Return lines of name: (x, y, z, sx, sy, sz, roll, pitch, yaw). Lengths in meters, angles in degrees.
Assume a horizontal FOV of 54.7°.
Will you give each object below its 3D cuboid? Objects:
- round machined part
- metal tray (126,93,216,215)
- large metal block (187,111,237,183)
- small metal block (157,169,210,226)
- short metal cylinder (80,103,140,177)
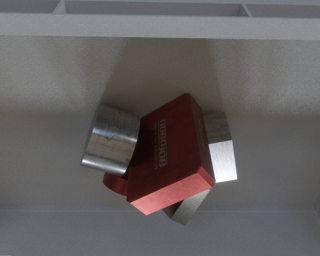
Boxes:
round machined part: (-0.025, 0.065, 0.427, 0.099, 0.098, 0.042, 16, 93, -14)
metal tray: (0.009, 0.025, 0.359, 0.090, 0.130, 0.030, -28, 126, 21)
large metal block: (0.054, 0.031, 0.408, 0.080, 0.050, 0.080, -11, 134, 9)
small metal block: (0.023, 0.078, 0.368, 0.025, 0.050, 0.050, 35, 90, -34)
short metal cylinder: (-0.062, 0.015, 0.382, 0.050, 0.080, 0.079, 18, 128, -15)
